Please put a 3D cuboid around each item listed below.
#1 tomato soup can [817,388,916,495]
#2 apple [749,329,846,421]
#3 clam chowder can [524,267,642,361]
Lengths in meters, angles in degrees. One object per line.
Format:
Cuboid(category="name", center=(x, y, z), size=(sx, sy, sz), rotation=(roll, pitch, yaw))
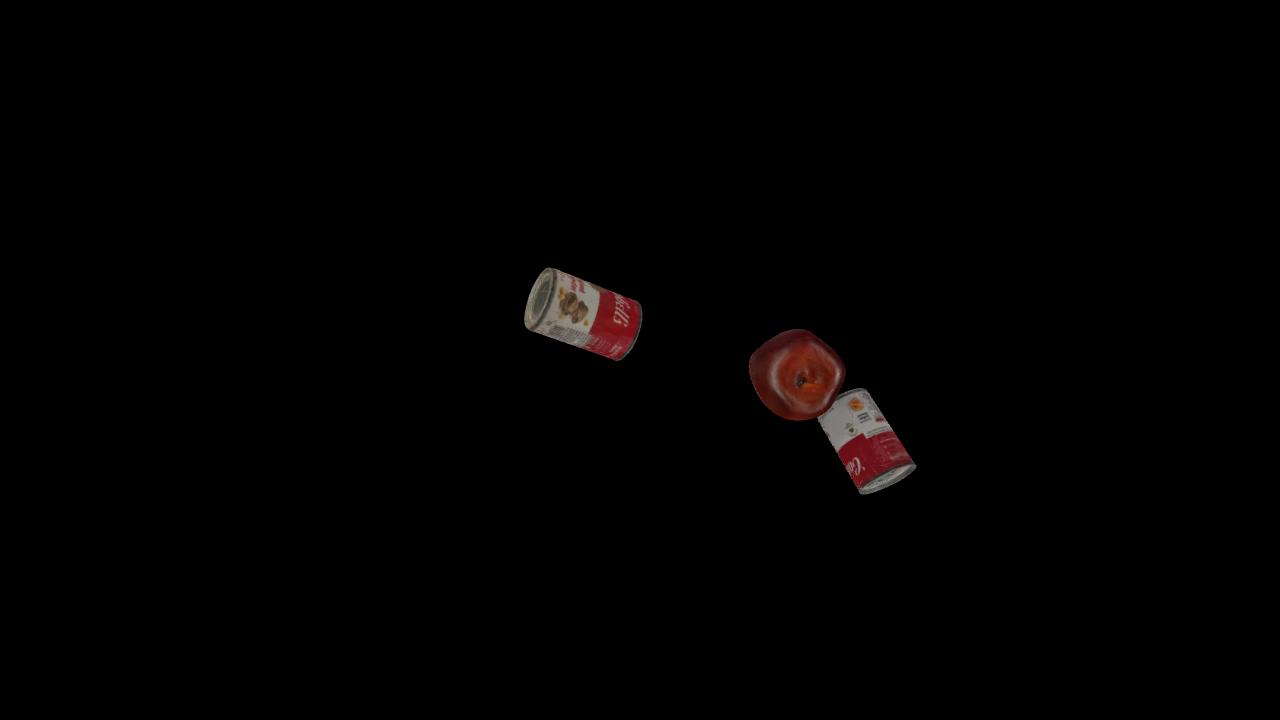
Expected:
Cuboid(category="tomato soup can", center=(0.252, 0.090, 0.692), size=(0.068, 0.101, 0.068), rotation=(-17, -30, -10))
Cuboid(category="apple", center=(0.133, 0.012, 0.530), size=(0.079, 0.079, 0.093), rotation=(0, 4, 4))
Cuboid(category="clam chowder can", center=(-0.058, -0.046, 0.625), size=(0.102, 0.068, 0.068), rotation=(19, -9, -27))
